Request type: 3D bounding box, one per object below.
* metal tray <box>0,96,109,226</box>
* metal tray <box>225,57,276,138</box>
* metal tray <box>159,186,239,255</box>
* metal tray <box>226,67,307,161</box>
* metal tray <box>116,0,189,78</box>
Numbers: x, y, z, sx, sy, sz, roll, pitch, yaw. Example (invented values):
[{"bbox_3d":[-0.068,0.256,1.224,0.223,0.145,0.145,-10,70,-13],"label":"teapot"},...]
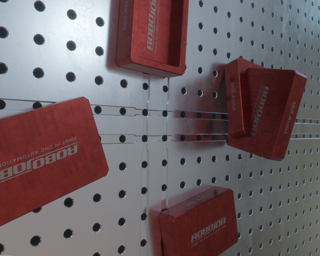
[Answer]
[{"bbox_3d":[-0.122,0.028,0.304,0.131,0.030,0.089,-23,105,-38],"label":"metal tray"},{"bbox_3d":[0.154,-0.043,0.515,0.091,0.030,0.129,11,70,-33],"label":"metal tray"},{"bbox_3d":[0.062,0.150,0.461,0.131,0.030,0.089,-13,99,-39],"label":"metal tray"},{"bbox_3d":[0.159,-0.024,0.472,0.030,0.090,0.129,12,95,-36],"label":"metal tray"},{"bbox_3d":[-0.006,-0.137,0.401,0.091,0.030,0.129,6,86,-40],"label":"metal tray"}]
